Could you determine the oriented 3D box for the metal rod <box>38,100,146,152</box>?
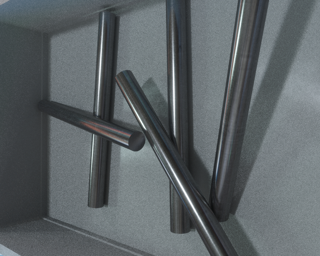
[{"bbox_3d":[-0.124,-0.013,0.479,0.300,0.025,0.025,17,101,48],"label":"metal rod"}]

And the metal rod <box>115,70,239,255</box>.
[{"bbox_3d":[0.021,0.052,0.355,0.025,0.025,0.299,-44,64,31],"label":"metal rod"}]

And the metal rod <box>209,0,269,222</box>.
[{"bbox_3d":[0.074,-0.036,0.292,0.025,0.025,0.298,24,121,37],"label":"metal rod"}]

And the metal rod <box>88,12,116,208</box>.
[{"bbox_3d":[-0.091,-0.025,0.482,0.025,0.025,0.298,7,94,40],"label":"metal rod"}]

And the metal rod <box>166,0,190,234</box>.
[{"bbox_3d":[0.022,-0.021,0.388,0.025,0.025,0.298,-2,89,40],"label":"metal rod"}]
